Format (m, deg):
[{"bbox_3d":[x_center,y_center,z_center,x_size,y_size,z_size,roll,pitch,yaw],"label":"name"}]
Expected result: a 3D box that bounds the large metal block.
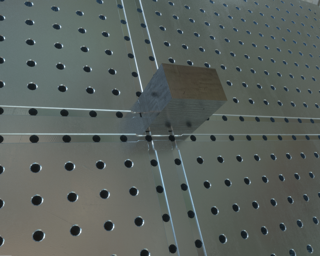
[{"bbox_3d":[0.027,-0.037,0.409,0.081,0.080,0.050,0,62,-28],"label":"large metal block"}]
